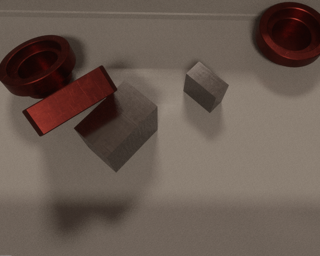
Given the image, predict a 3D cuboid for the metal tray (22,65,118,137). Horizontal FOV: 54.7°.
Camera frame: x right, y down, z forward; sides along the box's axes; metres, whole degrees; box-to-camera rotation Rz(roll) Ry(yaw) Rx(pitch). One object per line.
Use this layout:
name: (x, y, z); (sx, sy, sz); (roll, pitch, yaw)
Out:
metal tray: (-0.106, -0.034, 0.366); (0.090, 0.130, 0.030); (-33, 104, -12)

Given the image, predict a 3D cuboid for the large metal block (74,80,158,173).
large metal block: (-0.049, 0.001, 0.379); (0.050, 0.080, 0.080); (40, 75, 13)

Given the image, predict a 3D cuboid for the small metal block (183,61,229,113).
small metal block: (0.060, -0.054, 0.417); (0.050, 0.050, 0.025); (42, 75, 13)

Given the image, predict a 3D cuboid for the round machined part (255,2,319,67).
round machined part: (0.188, -0.130, 0.451); (0.099, 0.042, 0.098); (0, 70, -1)

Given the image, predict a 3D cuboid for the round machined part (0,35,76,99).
round machined part: (-0.159, -0.077, 0.415); (0.098, 0.042, 0.098); (-8, 51, 10)
